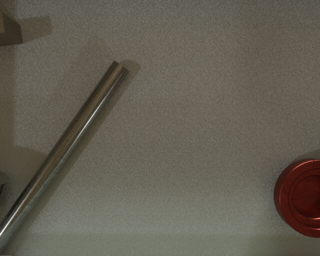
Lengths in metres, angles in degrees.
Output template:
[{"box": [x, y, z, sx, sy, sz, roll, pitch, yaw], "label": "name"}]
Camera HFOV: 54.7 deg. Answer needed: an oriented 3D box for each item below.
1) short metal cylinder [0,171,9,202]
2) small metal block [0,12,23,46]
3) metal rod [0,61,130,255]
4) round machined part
[{"box": [-0.238, 0.077, 0.381, 0.080, 0.080, 0.050, 21, 90, -1], "label": "short metal cylinder"}, {"box": [-0.213, -0.124, 0.396, 0.050, 0.050, 0.025, -7, 90, 0], "label": "small metal block"}, {"box": [-0.136, 0.041, 0.409, 0.025, 0.025, 0.299, 35, 90, -1], "label": "metal rod"}, {"box": [0.198, 0.088, 0.406, 0.099, 0.042, 0.097, 0, 90, -1], "label": "round machined part"}]
